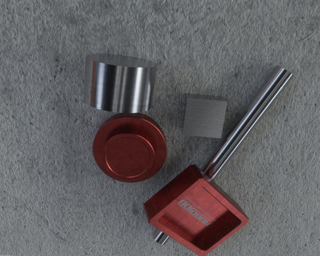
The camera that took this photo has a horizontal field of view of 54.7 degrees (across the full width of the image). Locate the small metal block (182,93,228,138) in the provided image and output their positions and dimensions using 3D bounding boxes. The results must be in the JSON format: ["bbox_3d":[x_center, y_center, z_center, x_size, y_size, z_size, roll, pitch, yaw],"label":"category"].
[{"bbox_3d":[0.057,-0.016,0.404,0.050,0.025,0.050,5,110,-2],"label":"small metal block"}]

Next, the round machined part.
[{"bbox_3d":[-0.040,0.031,0.412,0.099,0.042,0.097,0,110,0],"label":"round machined part"}]

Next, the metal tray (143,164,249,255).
[{"bbox_3d":[0.052,0.117,0.425,0.090,0.030,0.130,-41,123,8],"label":"metal tray"}]

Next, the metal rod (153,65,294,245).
[{"bbox_3d":[0.078,0.048,0.428,0.025,0.025,0.299,30,107,-11],"label":"metal rod"}]

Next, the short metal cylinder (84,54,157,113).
[{"bbox_3d":[-0.046,-0.054,0.360,0.081,0.080,0.050,7,110,-3],"label":"short metal cylinder"}]
